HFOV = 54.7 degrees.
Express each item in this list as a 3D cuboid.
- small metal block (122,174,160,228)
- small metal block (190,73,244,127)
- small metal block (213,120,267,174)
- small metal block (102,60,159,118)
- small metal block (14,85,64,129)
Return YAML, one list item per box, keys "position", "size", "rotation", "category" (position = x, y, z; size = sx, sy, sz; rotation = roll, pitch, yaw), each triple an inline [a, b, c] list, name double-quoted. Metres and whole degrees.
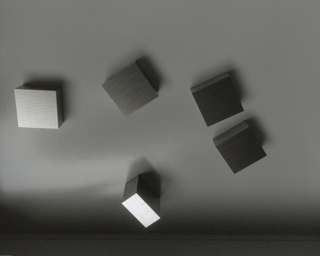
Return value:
- position: [-0.025, 0.102, 0.435]
  size: [0.025, 0.050, 0.050]
  rotation: [-37, 106, 12]
  category: "small metal block"
- position: [0.073, -0.037, 0.399]
  size: [0.050, 0.025, 0.050]
  rotation: [-25, 109, 8]
  category: "small metal block"
- position: [0.108, 0.026, 0.423]
  size: [0.050, 0.025, 0.050]
  rotation: [-33, 107, 11]
  category: "small metal block"
- position: [-0.037, -0.050, 0.392]
  size: [0.050, 0.025, 0.050]
  rotation: [-32, 107, 11]
  category: "small metal block"
- position: [-0.154, -0.028, 0.399]
  size: [0.050, 0.025, 0.050]
  rotation: [3, 110, -2]
  category: "small metal block"
